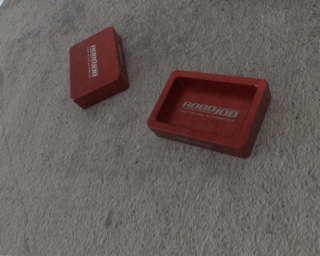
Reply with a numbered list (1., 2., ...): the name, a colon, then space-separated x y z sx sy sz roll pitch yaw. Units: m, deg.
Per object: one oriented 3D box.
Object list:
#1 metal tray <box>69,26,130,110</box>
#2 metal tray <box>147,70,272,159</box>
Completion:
1. metal tray: -0.105 -0.103 0.519 0.090 0.030 0.130 -23 53 14
2. metal tray: 0.058 -0.022 0.383 0.130 0.030 0.090 13 68 33
